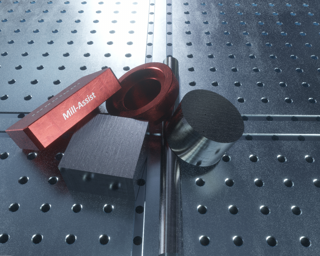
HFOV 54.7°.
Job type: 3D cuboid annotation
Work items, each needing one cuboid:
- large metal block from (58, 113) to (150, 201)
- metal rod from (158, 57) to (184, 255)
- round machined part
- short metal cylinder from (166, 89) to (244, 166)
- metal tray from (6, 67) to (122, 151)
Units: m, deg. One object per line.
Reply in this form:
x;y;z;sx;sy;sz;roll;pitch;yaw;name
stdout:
-0.060;0.032;0.364;0.080;0.050;0.080;8;51;6;large metal block
0.014;0.011;0.399;0.025;0.025;0.300;1;50;1;metal rod
-0.019;-0.038;0.412;0.098;0.042;0.098;-17;46;19;round machined part
0.053;-0.001;0.375;0.081;0.050;0.080;13;48;-15;short metal cylinder
-0.121;-0.025;0.392;0.131;0.030;0.090;-44;24;-30;metal tray
